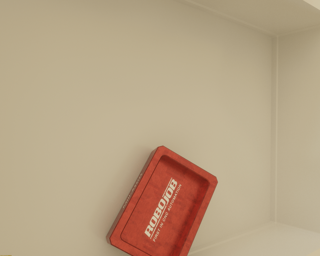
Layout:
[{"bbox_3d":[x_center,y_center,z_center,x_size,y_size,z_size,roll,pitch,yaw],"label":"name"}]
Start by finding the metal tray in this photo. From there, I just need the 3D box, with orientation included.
[{"bbox_3d":[0.005,0.099,0.380,0.090,0.030,0.130,31,67,-7],"label":"metal tray"}]
